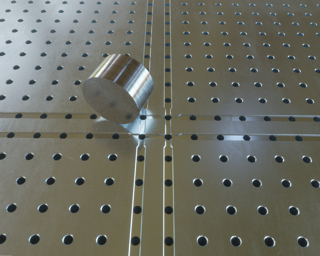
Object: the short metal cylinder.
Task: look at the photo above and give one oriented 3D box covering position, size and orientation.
[{"bbox_3d":[-0.055,-0.051,0.414,0.080,0.080,0.050,18,52,14],"label":"short metal cylinder"}]
